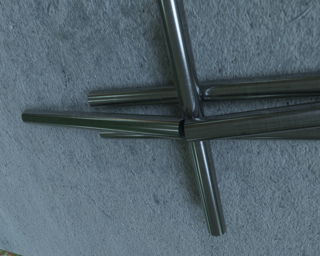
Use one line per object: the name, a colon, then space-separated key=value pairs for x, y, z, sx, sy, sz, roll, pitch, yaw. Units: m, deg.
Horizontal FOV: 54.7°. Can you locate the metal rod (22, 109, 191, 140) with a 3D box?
metal rod: x=-0.094 y=-0.009 z=0.418 sx=0.300 sy=0.025 sz=0.025 roll=4 pitch=121 yaw=36

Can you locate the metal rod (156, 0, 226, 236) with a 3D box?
metal rod: x=0.043 y=0.006 z=0.356 sx=0.025 sy=0.025 sz=0.298 roll=-1 pitch=118 yaw=28

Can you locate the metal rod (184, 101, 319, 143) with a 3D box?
metal rod: x=0.170 y=-0.015 z=0.277 sx=0.301 sy=0.025 sz=0.025 roll=-8 pitch=115 yaw=20

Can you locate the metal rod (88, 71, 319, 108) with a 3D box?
metal rod: x=0.041 y=-0.042 z=0.359 sx=0.300 sy=0.025 sz=0.025 roll=-1 pitch=118 yaw=28

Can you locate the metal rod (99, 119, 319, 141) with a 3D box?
metal rod: x=0.053 y=0.002 z=0.380 sx=0.300 sy=0.025 sz=0.025 roll=-1 pitch=118 yaw=28
